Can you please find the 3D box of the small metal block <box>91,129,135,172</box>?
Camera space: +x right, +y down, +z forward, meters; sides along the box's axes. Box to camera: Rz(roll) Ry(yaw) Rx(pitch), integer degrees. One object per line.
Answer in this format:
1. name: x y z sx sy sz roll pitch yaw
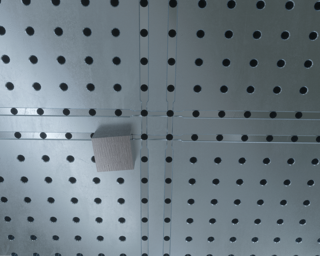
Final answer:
1. small metal block: -0.063 0.031 0.424 0.050 0.025 0.050 -4 110 1
